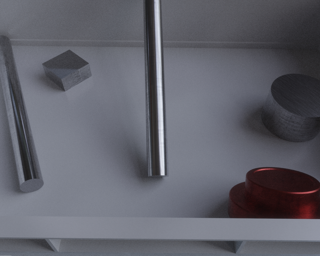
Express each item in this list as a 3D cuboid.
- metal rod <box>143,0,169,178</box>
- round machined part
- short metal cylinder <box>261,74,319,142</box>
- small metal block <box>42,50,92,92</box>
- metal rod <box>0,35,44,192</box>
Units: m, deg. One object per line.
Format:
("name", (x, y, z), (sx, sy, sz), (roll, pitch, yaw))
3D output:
("metal rod", (-0.007, -0.087, 0.400), (0.025, 0.025, 0.299), (-2, 74, -2))
("round machined part", (0.118, 0.069, 0.305), (0.099, 0.042, 0.098), (1, 12, 0))
("short metal cylinder", (0.183, -0.028, 0.414), (0.081, 0.050, 0.080), (0, 50, 0))
("small metal block", (-0.143, -0.090, 0.479), (0.050, 0.025, 0.050), (36, 59, 26))
("metal rod", (-0.205, -0.040, 0.436), (0.025, 0.025, 0.300), (-19, 53, -15))
